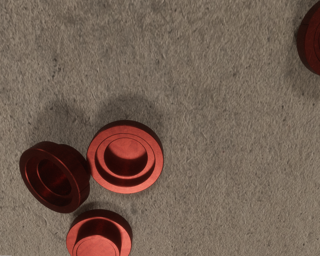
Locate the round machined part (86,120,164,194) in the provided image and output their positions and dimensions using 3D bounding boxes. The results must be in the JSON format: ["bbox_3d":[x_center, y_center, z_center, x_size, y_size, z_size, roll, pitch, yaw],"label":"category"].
[{"bbox_3d":[-0.045,0.035,0.413,0.099,0.042,0.097,0,110,-1],"label":"round machined part"}]

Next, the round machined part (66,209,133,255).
[{"bbox_3d":[-0.092,0.175,0.464,0.099,0.042,0.097,0,110,-1],"label":"round machined part"}]

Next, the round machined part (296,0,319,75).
[{"bbox_3d":[0.210,-0.108,0.364,0.099,0.042,0.097,0,110,-1],"label":"round machined part"}]

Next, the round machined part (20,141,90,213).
[{"bbox_3d":[-0.131,0.060,0.407,0.098,0.042,0.097,13,120,23],"label":"round machined part"}]
